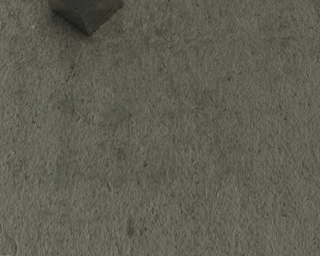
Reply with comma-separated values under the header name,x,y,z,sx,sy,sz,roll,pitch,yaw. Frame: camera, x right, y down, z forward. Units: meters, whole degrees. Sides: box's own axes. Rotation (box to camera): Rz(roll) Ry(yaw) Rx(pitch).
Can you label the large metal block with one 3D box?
name,x,y,z,sx,sy,sz,roll,pitch,yaw
large metal block,-0.114,-0.199,0.467,0.080,0.050,0.080,37,74,12
